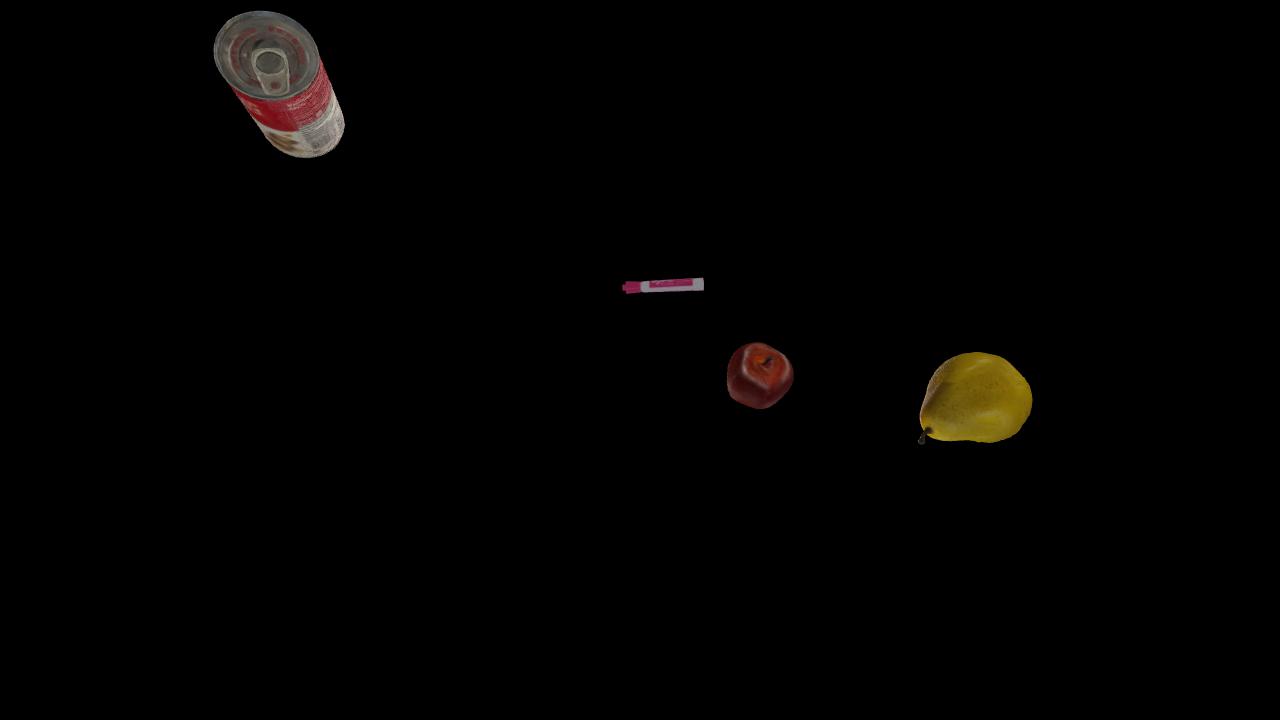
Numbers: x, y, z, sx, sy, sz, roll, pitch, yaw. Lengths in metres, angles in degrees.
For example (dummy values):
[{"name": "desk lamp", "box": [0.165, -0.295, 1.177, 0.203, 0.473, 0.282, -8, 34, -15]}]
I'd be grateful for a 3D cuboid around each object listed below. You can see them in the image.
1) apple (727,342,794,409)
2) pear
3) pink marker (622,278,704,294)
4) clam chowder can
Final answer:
[{"name": "apple", "box": [0.141, 0.020, 0.733, 0.079, 0.079, 0.093, 0, -26, -7]}, {"name": "pear", "box": [0.268, 0.040, 0.523, 0.111, 0.080, 0.080, -18, 4, -13]}, {"name": "pink marker", "box": [0.034, -0.109, 0.909, 0.121, 0.020, 0.020, -1, 0, 9]}, {"name": "clam chowder can", "box": [-0.278, -0.211, 0.485, 0.068, 0.068, 0.102, 0, -7, -15]}]
